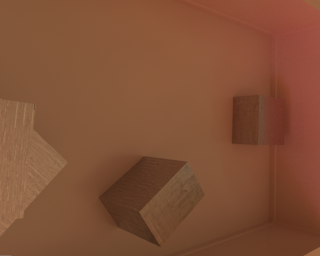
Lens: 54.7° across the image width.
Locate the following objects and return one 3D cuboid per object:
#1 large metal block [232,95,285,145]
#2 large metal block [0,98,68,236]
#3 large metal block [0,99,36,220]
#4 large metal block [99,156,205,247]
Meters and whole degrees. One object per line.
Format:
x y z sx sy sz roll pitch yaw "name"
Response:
0.170 -0.012 0.533 0.081 0.050 0.080 3 89 -40 "large metal block"
-0.145 0.032 0.269 0.080 0.050 0.080 -52 121 -27 "large metal block"
-0.138 0.019 0.210 0.081 0.050 0.080 8 85 -40 "large metal block"
-0.010 0.080 0.363 0.080 0.080 0.050 -41 115 -32 "large metal block"
